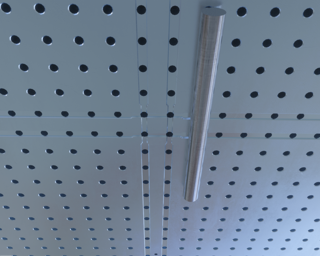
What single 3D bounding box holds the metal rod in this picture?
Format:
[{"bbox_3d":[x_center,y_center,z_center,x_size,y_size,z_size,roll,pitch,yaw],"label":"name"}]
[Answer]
[{"bbox_3d":[0.052,-0.004,0.408,0.025,0.025,0.298,1,130,-1],"label":"metal rod"}]
